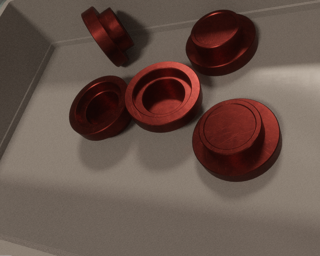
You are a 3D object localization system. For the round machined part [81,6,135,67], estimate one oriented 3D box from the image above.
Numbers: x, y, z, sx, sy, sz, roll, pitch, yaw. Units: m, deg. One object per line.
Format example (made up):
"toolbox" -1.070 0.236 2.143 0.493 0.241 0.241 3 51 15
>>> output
"round machined part" -0.076 -0.149 0.488 0.042 0.098 0.098 -33 52 7

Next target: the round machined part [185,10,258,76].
"round machined part" 0.081 -0.123 0.427 0.098 0.042 0.098 -13 56 20

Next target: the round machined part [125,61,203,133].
"round machined part" 0.007 -0.036 0.405 0.098 0.042 0.098 -7 59 12

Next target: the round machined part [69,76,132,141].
"round machined part" -0.079 -0.025 0.449 0.098 0.042 0.098 -13 56 21

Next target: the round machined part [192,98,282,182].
"round machined part" 0.082 0.007 0.347 0.098 0.042 0.098 -13 56 20
